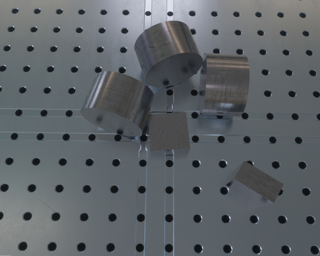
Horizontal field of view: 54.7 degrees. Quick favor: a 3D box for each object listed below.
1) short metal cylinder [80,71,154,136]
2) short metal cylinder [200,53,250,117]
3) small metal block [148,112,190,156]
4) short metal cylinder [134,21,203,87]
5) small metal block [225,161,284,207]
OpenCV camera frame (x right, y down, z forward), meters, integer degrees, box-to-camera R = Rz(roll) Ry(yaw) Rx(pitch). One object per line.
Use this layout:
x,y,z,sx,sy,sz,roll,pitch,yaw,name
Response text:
-0.053,-0.028,0.393,0.080,0.080,0.050,16,71,5,short metal cylinder
0.081,-0.056,0.404,0.050,0.080,0.080,3,70,1,short metal cylinder
0.011,0.008,0.409,0.050,0.025,0.050,-4,70,-2,small metal block
0.011,-0.097,0.418,0.081,0.080,0.050,-17,71,-6,short metal cylinder
0.112,0.069,0.374,0.050,0.050,0.025,32,73,11,small metal block
